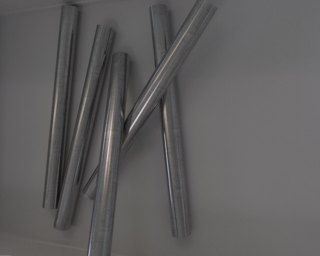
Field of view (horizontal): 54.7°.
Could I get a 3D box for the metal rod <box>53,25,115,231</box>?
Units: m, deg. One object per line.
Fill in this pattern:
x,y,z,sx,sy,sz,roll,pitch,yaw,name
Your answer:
-0.111,0.003,0.449,0.025,0.025,0.298,15,95,19,metal rod

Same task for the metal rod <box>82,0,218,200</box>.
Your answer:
-0.023,-0.023,0.396,0.025,0.025,0.298,39,110,16,metal rod

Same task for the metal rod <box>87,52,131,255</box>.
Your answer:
-0.060,0.038,0.371,0.025,0.025,0.299,-6,64,20,metal rod

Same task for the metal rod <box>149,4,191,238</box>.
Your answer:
0.013,-0.011,0.405,0.025,0.025,0.298,-7,88,20,metal rod

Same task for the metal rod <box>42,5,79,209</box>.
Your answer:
-0.149,-0.029,0.462,0.025,0.025,0.298,7,92,20,metal rod
